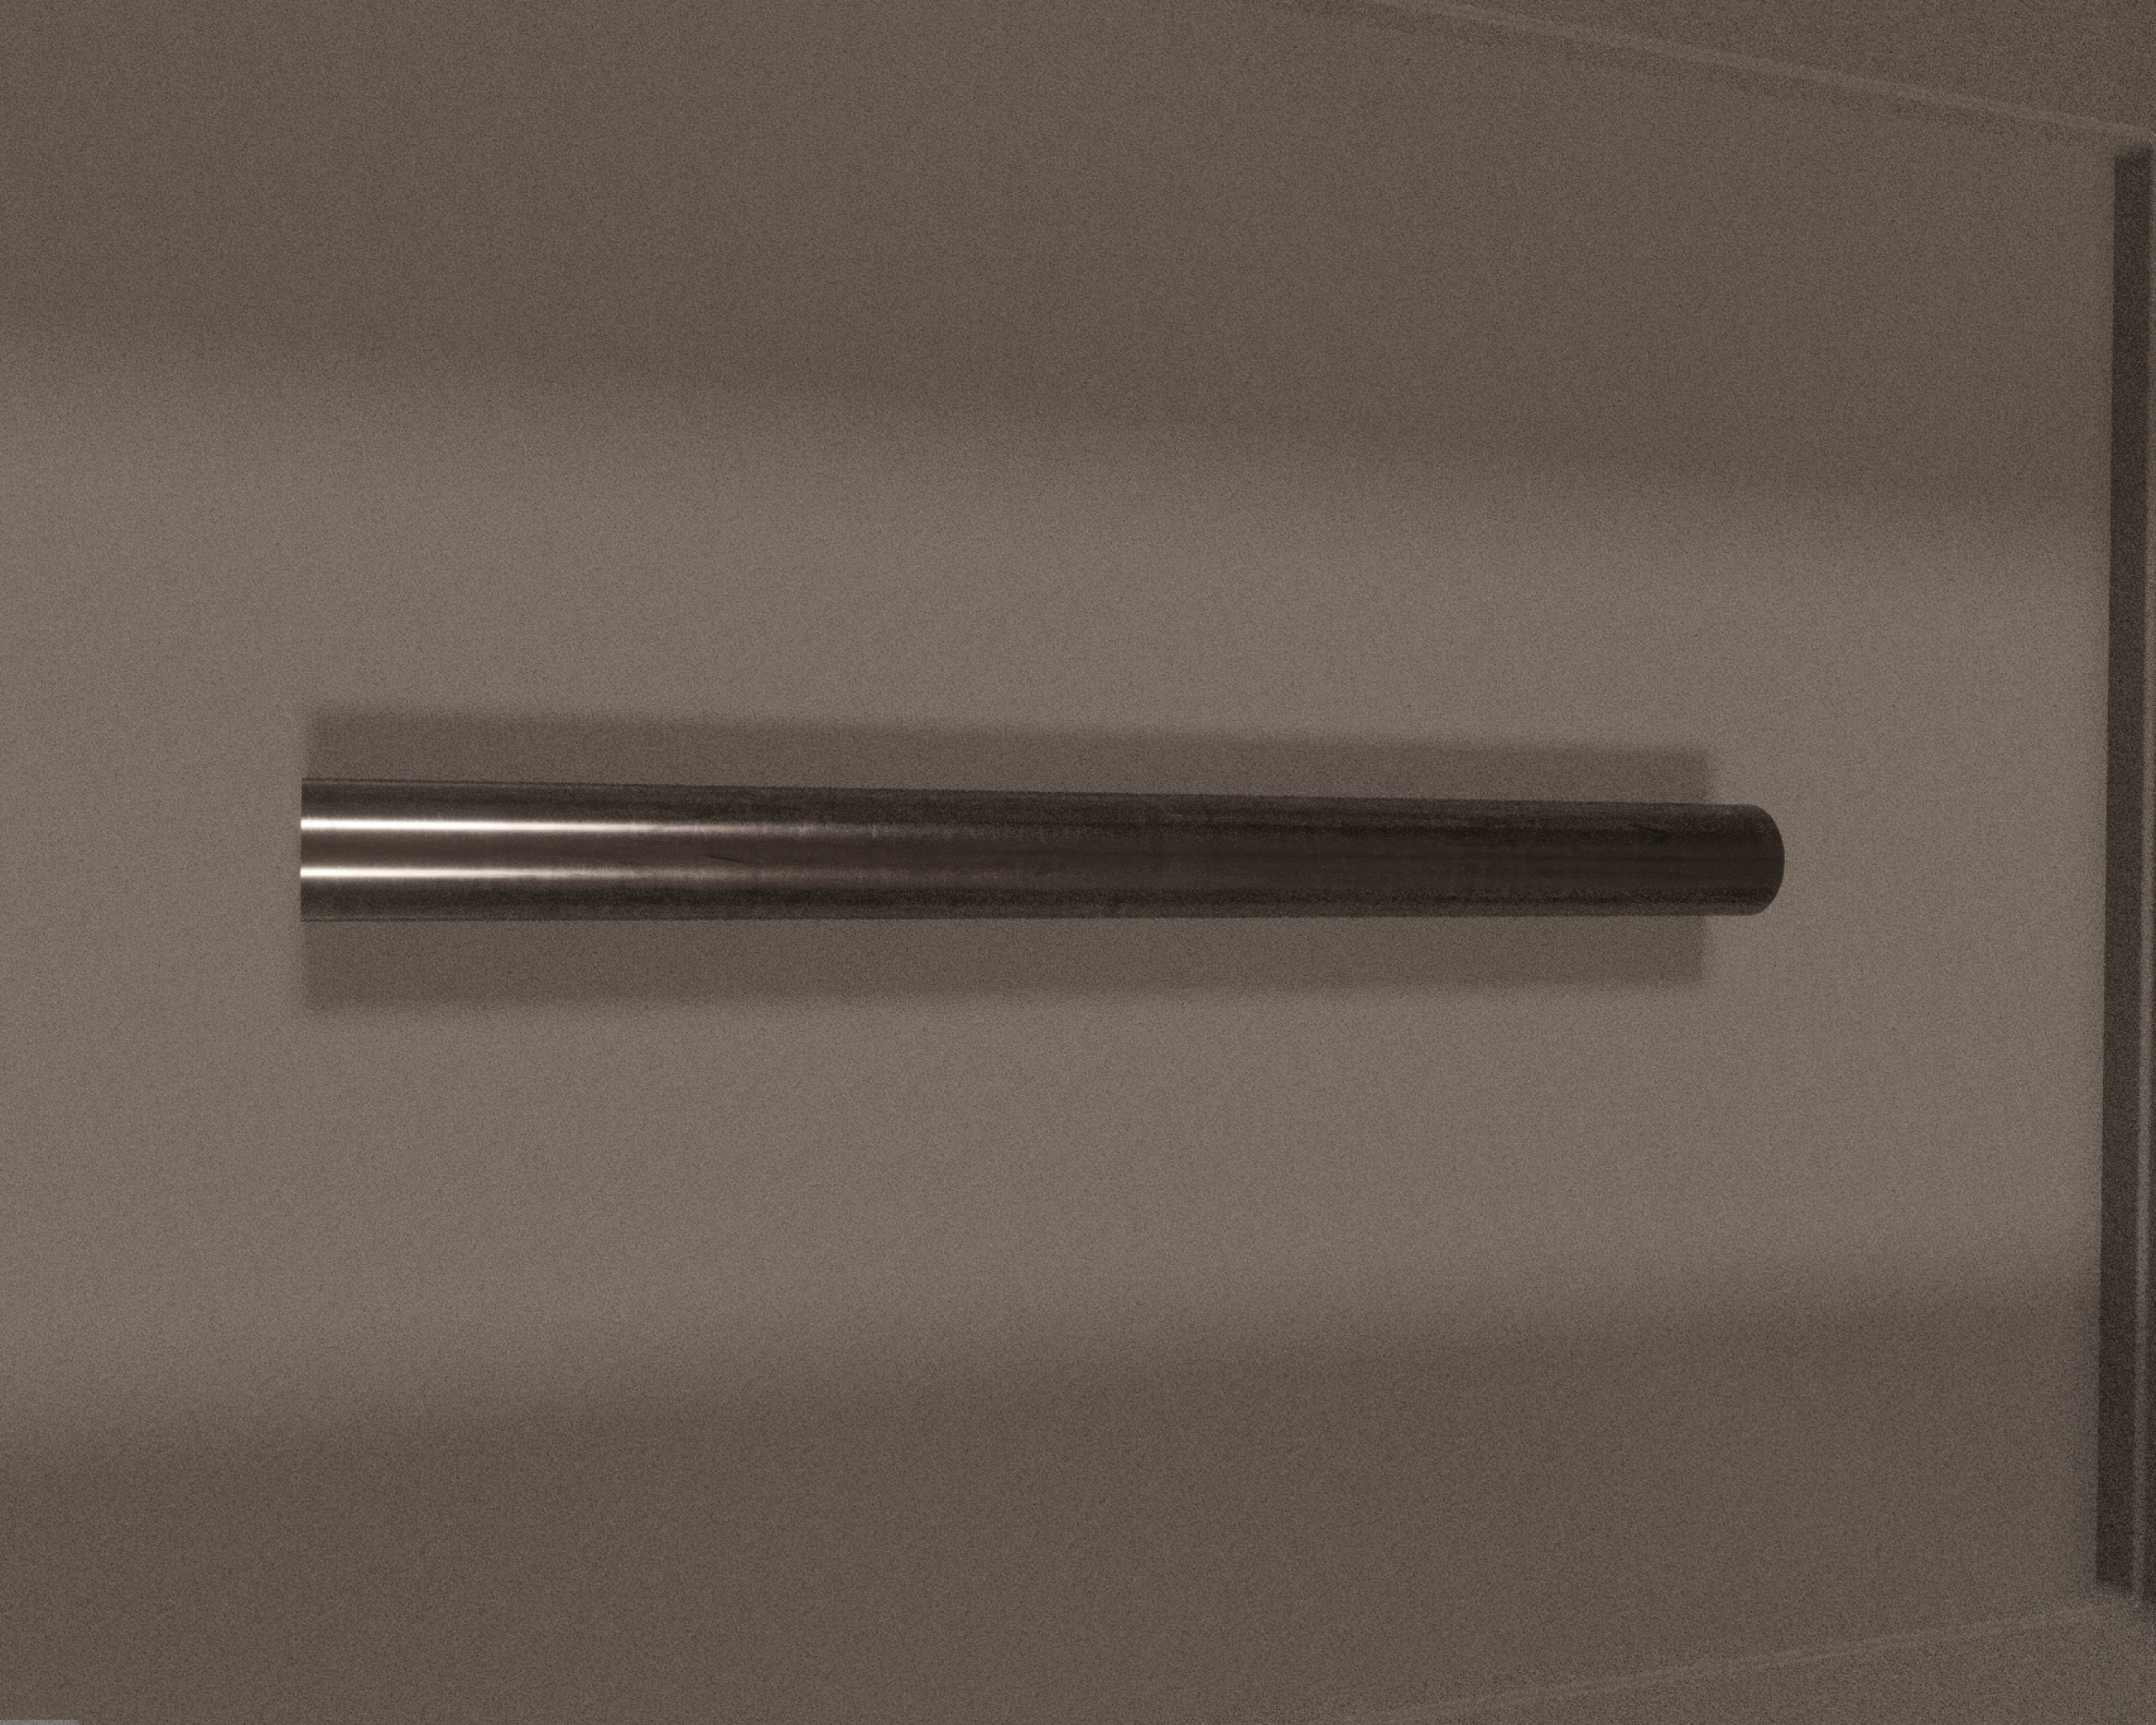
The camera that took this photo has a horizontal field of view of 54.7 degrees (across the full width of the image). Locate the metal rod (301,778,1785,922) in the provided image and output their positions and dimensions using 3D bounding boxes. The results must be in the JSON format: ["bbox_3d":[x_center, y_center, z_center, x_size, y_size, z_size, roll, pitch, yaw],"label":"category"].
[{"bbox_3d":[0.008,-0.001,0.412,0.303,0.025,0.025,0,90,-21],"label":"metal rod"}]
